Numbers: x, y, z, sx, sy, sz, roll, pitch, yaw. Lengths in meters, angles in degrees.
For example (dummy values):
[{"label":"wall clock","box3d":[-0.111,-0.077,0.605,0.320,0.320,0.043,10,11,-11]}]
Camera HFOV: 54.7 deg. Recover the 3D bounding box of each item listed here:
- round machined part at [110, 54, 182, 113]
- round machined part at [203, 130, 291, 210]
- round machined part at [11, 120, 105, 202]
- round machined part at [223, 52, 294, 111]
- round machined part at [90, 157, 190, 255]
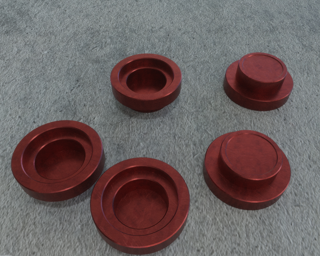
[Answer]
[{"label":"round machined part","box3d":[-0.019,-0.060,0.442,0.099,0.042,0.098,0,50,0]},{"label":"round machined part","box3d":[0.101,0.041,0.358,0.099,0.042,0.098,0,50,0]},{"label":"round machined part","box3d":[-0.113,0.041,0.357,0.099,0.042,0.098,0,50,0]},{"label":"round machined part","box3d":[0.146,-0.074,0.456,0.099,0.042,0.098,0,50,0]},{"label":"round machined part","box3d":[-0.019,0.082,0.323,0.099,0.042,0.098,0,50,0]}]
